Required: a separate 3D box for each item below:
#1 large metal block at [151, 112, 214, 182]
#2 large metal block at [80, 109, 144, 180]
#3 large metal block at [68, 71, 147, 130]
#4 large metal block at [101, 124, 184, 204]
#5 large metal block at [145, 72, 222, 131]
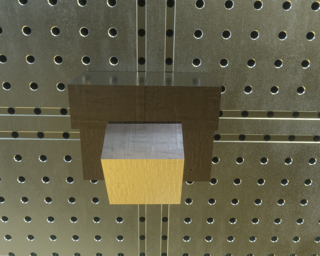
[{"bbox_3d":[0.025,0.022,0.406,0.081,0.050,0.079,1,110,-1],"label":"large metal block"},{"bbox_3d":[-0.057,0.021,0.405,0.081,0.050,0.079,1,110,-1],"label":"large metal block"},{"bbox_3d":[-0.057,-0.035,0.369,0.081,0.080,0.050,1,110,-1],"label":"large metal block"},{"bbox_3d":[-0.017,0.041,0.344,0.081,0.050,0.079,0,134,-1],"label":"large metal block"},{"bbox_3d":[0.024,-0.034,0.371,0.081,0.080,0.050,1,110,-1],"label":"large metal block"}]
